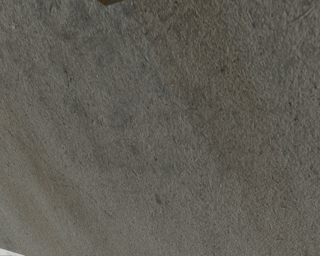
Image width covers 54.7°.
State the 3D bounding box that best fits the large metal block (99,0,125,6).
[{"bbox_3d":[-0.035,-0.169,0.285,0.050,0.080,0.080,37,129,3],"label":"large metal block"}]
